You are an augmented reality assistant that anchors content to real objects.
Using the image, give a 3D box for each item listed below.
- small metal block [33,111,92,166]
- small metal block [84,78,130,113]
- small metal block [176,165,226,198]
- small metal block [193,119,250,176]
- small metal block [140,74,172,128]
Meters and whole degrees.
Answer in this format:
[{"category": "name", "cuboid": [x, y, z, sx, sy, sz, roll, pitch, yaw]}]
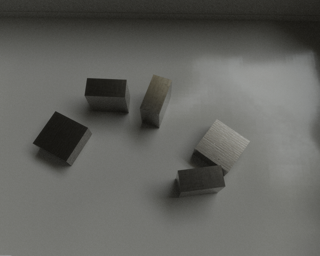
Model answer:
[{"category": "small metal block", "cuboid": [-0.126, 0.014, 0.404, 0.050, 0.025, 0.050, 27, 72, 9]}, {"category": "small metal block", "cuboid": [-0.068, -0.042, 0.411, 0.050, 0.050, 0.025, 2, 70, 1]}, {"category": "small metal block", "cuboid": [0.047, 0.065, 0.373, 0.050, 0.050, 0.025, -7, 70, -3]}, {"category": "small metal block", "cuboid": [0.079, 0.025, 0.401, 0.050, 0.025, 0.050, 36, 74, 12]}, {"category": "small metal block", "cuboid": [-0.005, -0.034, 0.409, 0.025, 0.050, 0.050, 18, 71, 6]}]
